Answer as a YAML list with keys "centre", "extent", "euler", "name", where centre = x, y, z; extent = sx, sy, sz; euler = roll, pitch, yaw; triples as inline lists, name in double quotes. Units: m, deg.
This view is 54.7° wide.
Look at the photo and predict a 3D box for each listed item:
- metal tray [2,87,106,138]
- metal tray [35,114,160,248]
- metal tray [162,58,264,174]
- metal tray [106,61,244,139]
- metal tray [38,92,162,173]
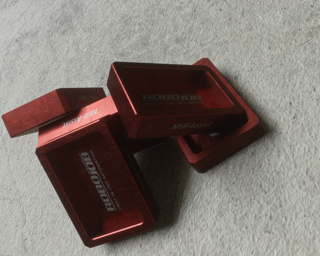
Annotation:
- centre: [-0.136, -0.025, 0.429]
  extent: [0.090, 0.130, 0.030]
  euler: [-22, 92, 15]
  name: "metal tray"
- centre: [-0.068, 0.061, 0.346]
  extent: [0.090, 0.030, 0.129]
  euler: [-23, 98, 15]
  name: "metal tray"
- centre: [0.053, -0.020, 0.385]
  extent: [0.090, 0.030, 0.130]
  euler: [-33, 52, 6]
  name: "metal tray"
- centre: [0.017, -0.034, 0.345]
  extent: [0.131, 0.030, 0.090]
  euler: [-4, 46, -28]
  name: "metal tray"
- centre: [-0.074, 0.010, 0.395]
  extent: [0.130, 0.090, 0.030]
  euler: [-22, 54, 14]
  name: "metal tray"
